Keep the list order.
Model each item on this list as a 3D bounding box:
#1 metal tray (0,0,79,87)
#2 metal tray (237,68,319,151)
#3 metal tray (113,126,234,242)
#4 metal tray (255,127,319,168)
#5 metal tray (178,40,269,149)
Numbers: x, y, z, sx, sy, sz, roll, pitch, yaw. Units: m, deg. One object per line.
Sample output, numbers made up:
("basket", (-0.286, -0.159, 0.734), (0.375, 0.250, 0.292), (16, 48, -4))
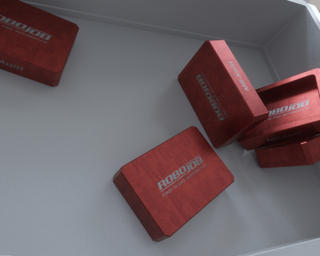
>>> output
("metal tray", (-0.176, -0.113, 0.377), (0.131, 0.030, 0.090), (19, 54, -18))
("metal tray", (0.177, -0.025, 0.451), (0.030, 0.130, 0.090), (41, 45, -37))
("metal tray", (0.021, 0.062, 0.377), (0.131, 0.030, 0.090), (-28, 78, -38))
("metal tray", (0.219, 0.023, 0.460), (0.131, 0.090, 0.030), (-18, 89, -30))
("metal tray", (0.084, -0.047, 0.439), (0.030, 0.090, 0.130), (-14, 69, -34))
